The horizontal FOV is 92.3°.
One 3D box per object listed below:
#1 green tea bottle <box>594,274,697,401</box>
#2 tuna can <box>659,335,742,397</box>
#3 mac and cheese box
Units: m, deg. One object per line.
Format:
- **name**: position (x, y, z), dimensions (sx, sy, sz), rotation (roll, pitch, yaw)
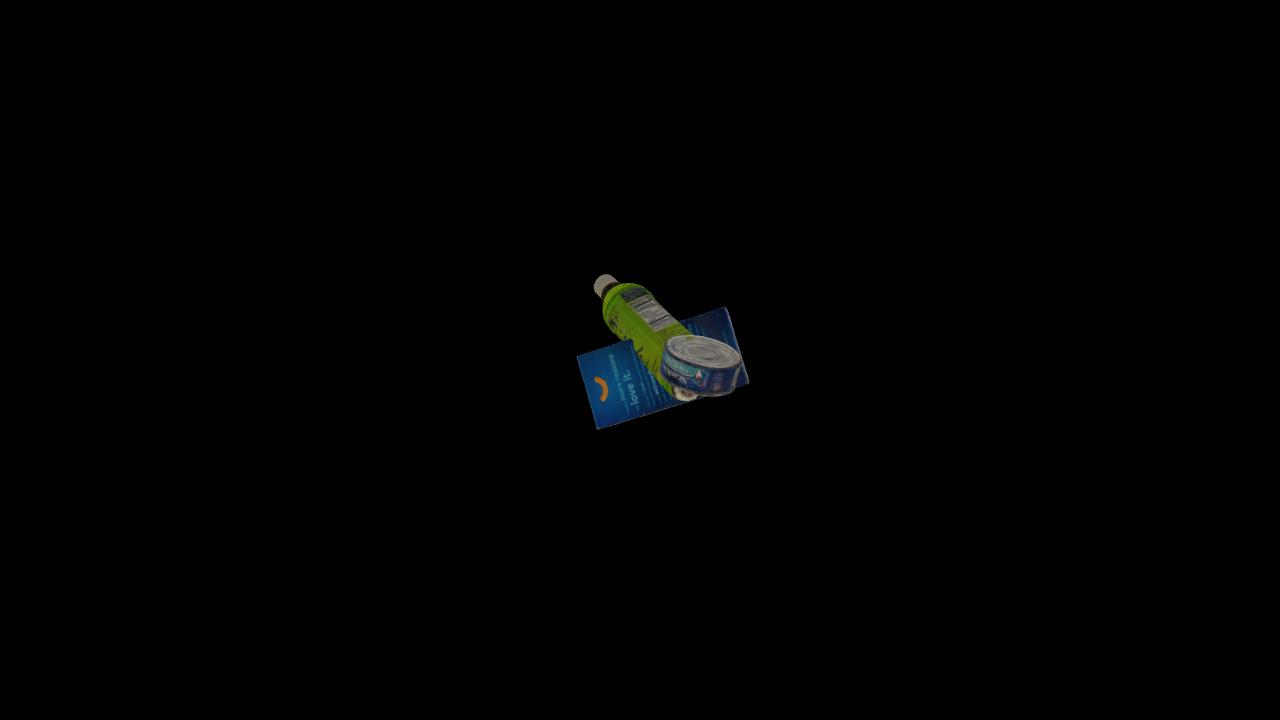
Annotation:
- **green tea bottle**: position (0.009, -0.040, 0.736), dimensions (0.073, 0.073, 0.212), rotation (0, 36, -39)
- **tuna can**: position (0.064, 0.004, 0.649), dimensions (0.084, 0.034, 0.084), rotation (9, 25, -4)
- **mac and cheese box**: position (0.027, 0.011, 0.718), dimensions (0.184, 0.093, 0.041), rotation (-18, -5, 12)
